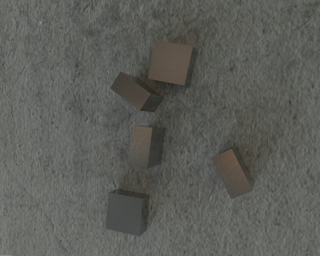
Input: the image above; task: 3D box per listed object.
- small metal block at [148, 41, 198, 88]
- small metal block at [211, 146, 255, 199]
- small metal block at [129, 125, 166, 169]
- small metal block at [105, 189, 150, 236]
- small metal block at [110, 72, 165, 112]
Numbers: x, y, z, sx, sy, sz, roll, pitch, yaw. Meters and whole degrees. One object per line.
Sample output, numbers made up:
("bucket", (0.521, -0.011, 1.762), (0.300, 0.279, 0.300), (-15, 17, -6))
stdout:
("small metal block", (0.017, -0.082, 0.402), (0.050, 0.025, 0.050), (14, 94, 19))
("small metal block", (0.087, 0.051, 0.365), (0.025, 0.050, 0.050), (-27, 81, 18))
("small metal block", (-0.015, 0.023, 0.400), (0.025, 0.050, 0.050), (8, 93, 19))
("small metal block", (-0.044, 0.114, 0.423), (0.050, 0.025, 0.050), (6, 92, 19))
("small metal block", (-0.029, -0.046, 0.405), (0.050, 0.050, 0.025), (37, 102, 16))
